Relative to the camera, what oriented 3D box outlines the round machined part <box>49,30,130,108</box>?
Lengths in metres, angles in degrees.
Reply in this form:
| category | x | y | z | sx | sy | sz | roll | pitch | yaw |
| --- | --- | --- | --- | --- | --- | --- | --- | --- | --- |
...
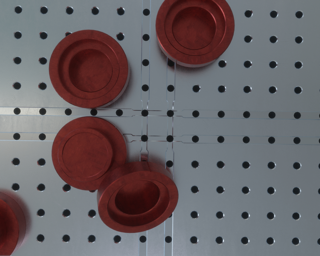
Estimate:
| category | x | y | z | sx | sy | sz | roll | pitch | yaw |
| --- | --- | --- | --- | --- | --- | --- | --- | --- | --- |
| round machined part | -0.089 | -0.073 | 0.404 | 0.099 | 0.042 | 0.097 | 0 | 90 | 0 |

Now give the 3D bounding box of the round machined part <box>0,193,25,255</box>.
| category | x | y | z | sx | sy | sz | roll | pitch | yaw |
| --- | --- | --- | --- | --- | --- | --- | --- | --- | --- |
| round machined part | -0.233 | 0.135 | 0.404 | 0.099 | 0.042 | 0.097 | 0 | 90 | 0 |

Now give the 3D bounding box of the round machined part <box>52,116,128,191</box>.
| category | x | y | z | sx | sy | sz | roll | pitch | yaw |
| --- | --- | --- | --- | --- | --- | --- | --- | --- | --- |
| round machined part | -0.093 | 0.033 | 0.404 | 0.099 | 0.042 | 0.097 | 0 | 90 | 0 |

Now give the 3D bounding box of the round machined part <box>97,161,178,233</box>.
| category | x | y | z | sx | sy | sz | roll | pitch | yaw |
| --- | --- | --- | --- | --- | --- | --- | --- | --- | --- |
| round machined part | -0.030 | 0.081 | 0.390 | 0.099 | 0.042 | 0.097 | -8 | 121 | -13 |

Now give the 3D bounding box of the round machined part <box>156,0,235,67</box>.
| category | x | y | z | sx | sy | sz | roll | pitch | yaw |
| --- | --- | --- | --- | --- | --- | --- | --- | --- | --- |
| round machined part | 0.044 | -0.127 | 0.405 | 0.099 | 0.042 | 0.097 | 0 | 90 | 0 |
